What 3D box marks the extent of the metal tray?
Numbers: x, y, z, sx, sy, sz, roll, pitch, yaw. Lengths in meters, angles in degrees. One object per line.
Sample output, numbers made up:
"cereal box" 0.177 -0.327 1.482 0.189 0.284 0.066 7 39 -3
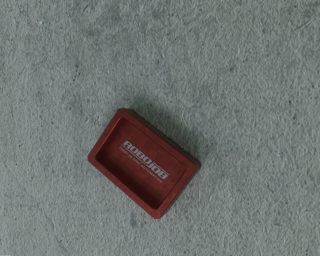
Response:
"metal tray" -0.023 0.045 0.415 0.130 0.030 0.090 38 102 15
